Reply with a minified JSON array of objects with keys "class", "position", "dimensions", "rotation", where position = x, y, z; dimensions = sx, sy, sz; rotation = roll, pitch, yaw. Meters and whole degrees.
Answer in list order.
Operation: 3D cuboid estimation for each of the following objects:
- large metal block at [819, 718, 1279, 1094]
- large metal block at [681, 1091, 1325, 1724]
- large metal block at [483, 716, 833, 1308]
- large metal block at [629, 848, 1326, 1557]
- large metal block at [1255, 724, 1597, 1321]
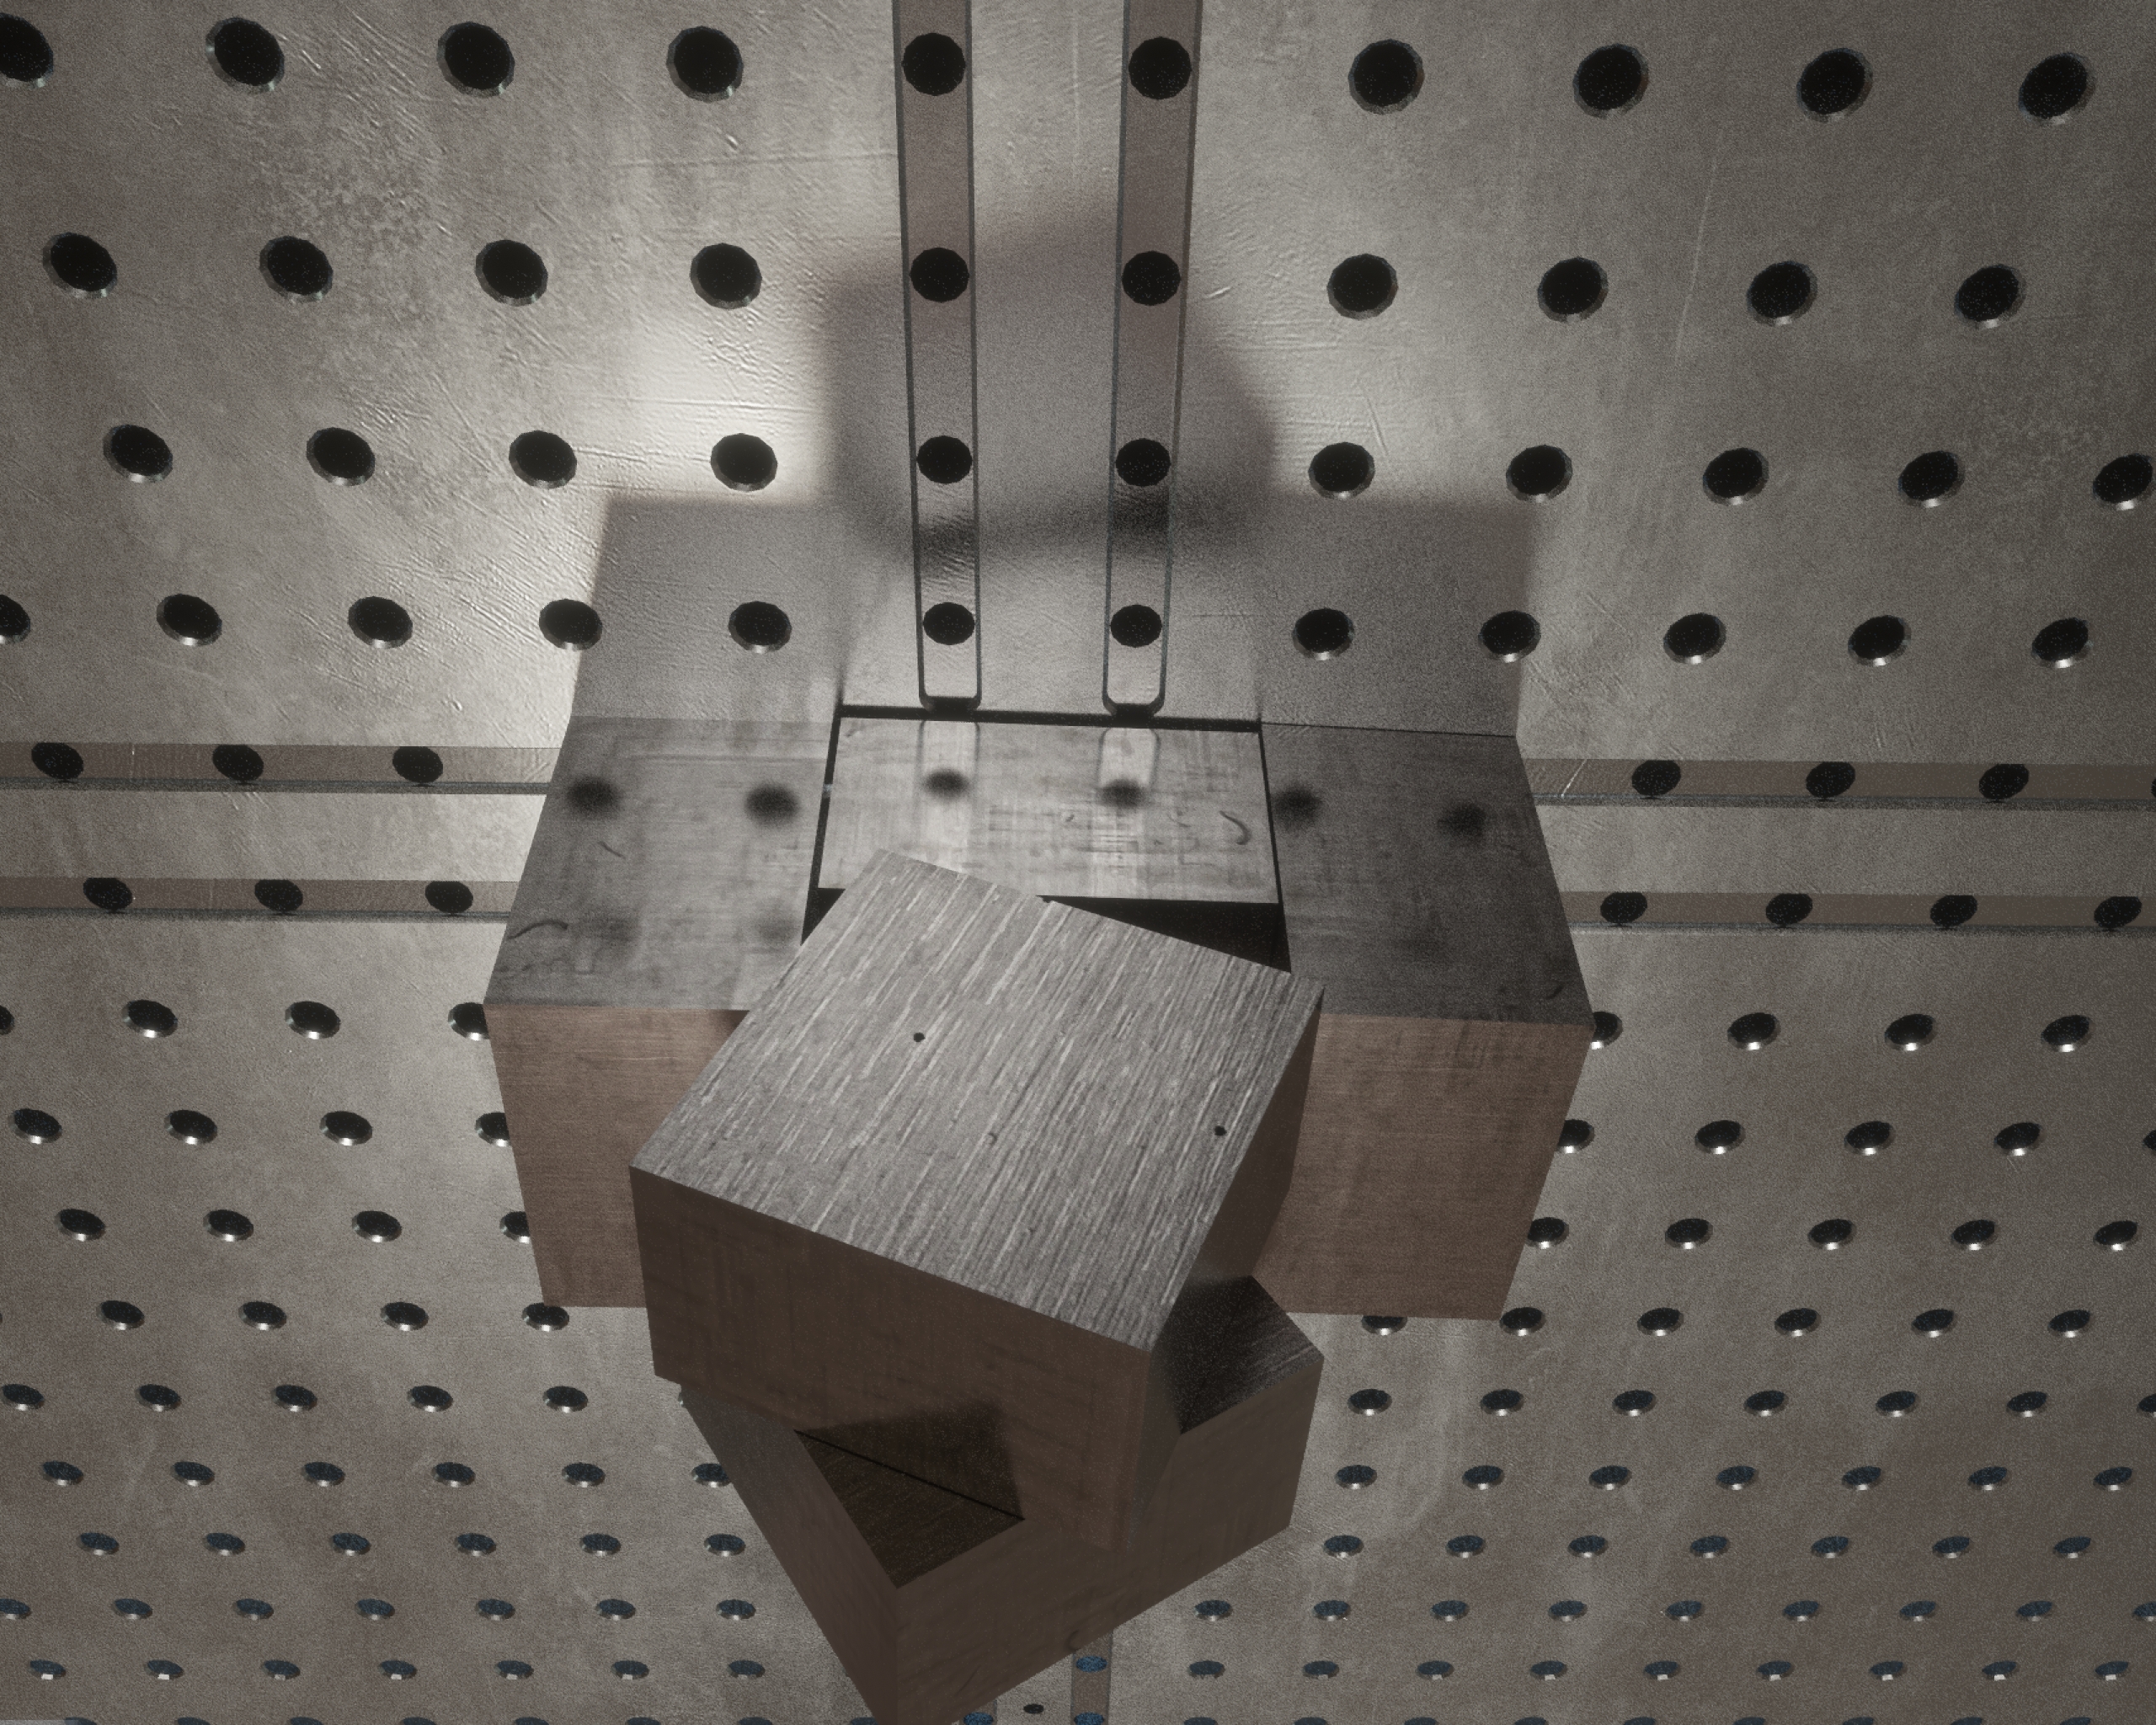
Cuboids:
[{"class":"large metal block","position":[-0.007,0.020,0.409],"dimensions":[0.081,0.050,0.079],"rotation":[2,130,-2]},{"class":"large metal block","position":[-0.016,0.091,0.365],"dimensions":[0.081,0.080,0.050],"rotation":[-21,136,-27]},{"class":"large metal block","position":[-0.074,0.028,0.399],"dimensions":[0.050,0.080,0.079],"rotation":[1,130,-2]},{"class":"large metal block","position":[-0.014,0.051,0.335],"dimensions":[0.080,0.080,0.050],"rotation":[17,131,15]},{"class":"large metal block","position":[0.058,0.030,0.402],"dimensions":[0.050,0.080,0.079],"rotation":[3,130,-3]}]
